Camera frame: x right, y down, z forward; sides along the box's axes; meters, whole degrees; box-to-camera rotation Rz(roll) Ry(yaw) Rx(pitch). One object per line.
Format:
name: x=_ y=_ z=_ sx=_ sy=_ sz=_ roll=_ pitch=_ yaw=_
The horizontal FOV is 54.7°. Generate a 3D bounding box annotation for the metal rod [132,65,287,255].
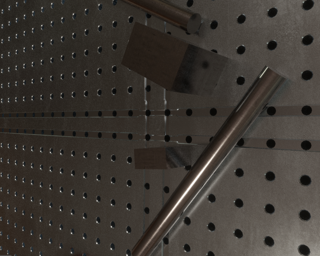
metal rod: x=0.044 y=0.059 z=0.371 sx=0.025 sy=0.025 sz=0.298 roll=46 pitch=117 yaw=30

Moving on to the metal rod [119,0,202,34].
metal rod: x=-0.059 y=-0.202 z=0.455 sx=0.300 sy=0.025 sz=0.025 roll=37 pitch=113 yaw=33

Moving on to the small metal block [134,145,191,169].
small metal block: x=0.004 y=0.037 z=0.388 sx=0.050 sy=0.050 sz=0.025 roll=-6 pitch=87 yaw=39

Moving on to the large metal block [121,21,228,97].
large metal block: x=0.017 y=-0.078 z=0.358 sx=0.080 sy=0.081 sz=0.050 roll=34 pitch=111 yaw=34
